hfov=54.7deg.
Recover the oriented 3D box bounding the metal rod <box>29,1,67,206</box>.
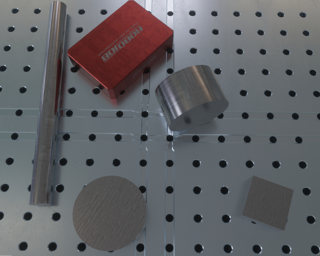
[{"bbox_3d":[-0.151,-0.047,0.427,0.025,0.025,0.299,-2,70,-1],"label":"metal rod"}]

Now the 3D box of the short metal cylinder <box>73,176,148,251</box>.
[{"bbox_3d":[-0.055,0.100,0.361,0.081,0.050,0.080,0,70,0],"label":"short metal cylinder"}]

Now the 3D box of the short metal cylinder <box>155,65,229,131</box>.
[{"bbox_3d":[0.040,-0.036,0.396,0.080,0.080,0.050,-19,72,-7],"label":"short metal cylinder"}]

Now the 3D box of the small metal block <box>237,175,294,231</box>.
[{"bbox_3d":[0.129,0.092,0.379,0.050,0.025,0.050,20,71,7],"label":"small metal block"}]

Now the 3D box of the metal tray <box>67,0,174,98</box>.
[{"bbox_3d":[-0.055,-0.117,0.451,0.090,0.030,0.130,41,75,13],"label":"metal tray"}]
